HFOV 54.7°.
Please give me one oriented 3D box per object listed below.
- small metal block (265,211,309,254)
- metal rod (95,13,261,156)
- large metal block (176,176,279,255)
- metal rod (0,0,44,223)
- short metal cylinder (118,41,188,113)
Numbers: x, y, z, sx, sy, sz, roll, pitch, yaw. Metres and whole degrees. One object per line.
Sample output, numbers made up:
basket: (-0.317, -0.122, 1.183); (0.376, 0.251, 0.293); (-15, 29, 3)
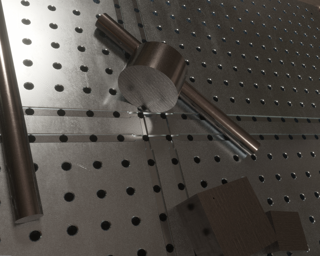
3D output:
small metal block: (0.164, 0.140, 0.414); (0.050, 0.025, 0.050); (10, 58, -24)
metal rod: (0.028, -0.064, 0.463); (0.300, 0.025, 0.025); (40, 51, -2)
large metal block: (0.078, 0.112, 0.368); (0.081, 0.050, 0.080); (-10, 67, -33)
metal rod: (-0.171, -0.046, 0.344); (0.025, 0.025, 0.299); (-7, 65, -32)
short metal cylinder: (-0.009, -0.066, 0.410); (0.080, 0.080, 0.050); (29, 52, -10)
